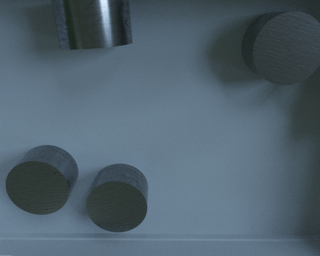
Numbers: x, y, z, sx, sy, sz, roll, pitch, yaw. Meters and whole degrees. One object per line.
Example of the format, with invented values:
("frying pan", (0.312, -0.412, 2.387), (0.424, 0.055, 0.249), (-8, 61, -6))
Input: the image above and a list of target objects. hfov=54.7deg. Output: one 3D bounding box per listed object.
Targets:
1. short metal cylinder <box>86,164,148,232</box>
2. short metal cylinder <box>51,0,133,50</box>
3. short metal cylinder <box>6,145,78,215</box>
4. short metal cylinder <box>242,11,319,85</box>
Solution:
("short metal cylinder", (-0.057, 0.097, 0.433), (0.081, 0.050, 0.079), (0, 110, -1))
("short metal cylinder", (-0.072, -0.116, 0.338), (0.081, 0.080, 0.050), (-4, 110, 1))
("short metal cylinder", (-0.158, 0.070, 0.421), (0.081, 0.050, 0.079), (0, 110, -1))
("short metal cylinder", (0.143, -0.095, 0.365), (0.081, 0.050, 0.079), (0, 110, -1))
